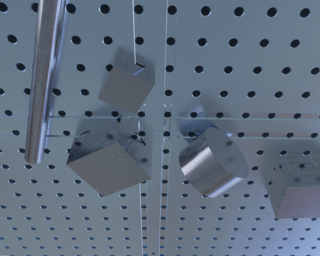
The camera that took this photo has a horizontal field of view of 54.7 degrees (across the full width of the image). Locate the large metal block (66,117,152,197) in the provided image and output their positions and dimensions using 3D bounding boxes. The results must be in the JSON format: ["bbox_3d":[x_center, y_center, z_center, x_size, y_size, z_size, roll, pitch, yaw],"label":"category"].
[{"bbox_3d":[-0.067,0.042,0.430,0.080,0.050,0.080,-24,127,18],"label":"large metal block"}]

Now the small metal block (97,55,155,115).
[{"bbox_3d":[-0.040,-0.050,0.368,0.050,0.025,0.050,22,127,-18],"label":"small metal block"}]

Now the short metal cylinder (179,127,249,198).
[{"bbox_3d":[0.072,0.046,0.416,0.080,0.080,0.050,32,123,-25],"label":"short metal cylinder"}]

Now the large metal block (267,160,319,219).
[{"bbox_3d":[0.221,0.095,0.480,0.081,0.050,0.079,-2,130,1],"label":"large metal block"}]

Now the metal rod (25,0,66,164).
[{"bbox_3d":[-0.132,-0.065,0.353,0.025,0.025,0.298,14,129,-13],"label":"metal rod"}]
